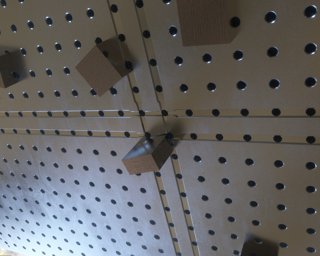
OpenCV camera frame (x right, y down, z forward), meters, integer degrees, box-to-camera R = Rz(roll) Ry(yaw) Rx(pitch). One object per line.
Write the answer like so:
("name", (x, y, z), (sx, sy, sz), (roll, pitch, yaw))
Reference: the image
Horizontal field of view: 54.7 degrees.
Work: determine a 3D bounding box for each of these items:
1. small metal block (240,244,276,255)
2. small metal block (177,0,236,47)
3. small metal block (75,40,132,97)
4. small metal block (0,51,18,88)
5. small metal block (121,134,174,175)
("small metal block", (0.144, 0.209, 0.464), (0.050, 0.025, 0.050), (14, 124, 19))
("small metal block", (0.048, -0.113, 0.316), (0.050, 0.025, 0.050), (3, 120, 26))
("small metal block", (-0.073, -0.076, 0.401), (0.050, 0.025, 0.050), (-32, 101, 38))
("small metal block", (-0.259, -0.094, 0.487), (0.050, 0.025, 0.050), (13, 124, 20))
("small metal block", (-0.016, 0.037, 0.425), (0.050, 0.050, 0.025), (-14, 111, 33))
